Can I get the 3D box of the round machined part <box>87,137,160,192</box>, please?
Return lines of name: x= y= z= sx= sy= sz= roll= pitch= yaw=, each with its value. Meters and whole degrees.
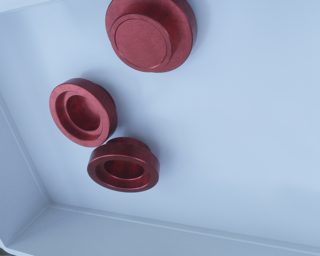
round machined part: x=-0.049 y=0.049 z=0.436 sx=0.099 sy=0.042 sz=0.097 roll=3 pitch=140 yaw=3

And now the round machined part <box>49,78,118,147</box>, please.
round machined part: x=-0.102 y=-0.025 z=0.434 sx=0.098 sy=0.042 sz=0.097 roll=13 pitch=124 yaw=20

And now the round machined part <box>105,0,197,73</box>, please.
round machined part: x=-0.013 y=-0.098 z=0.328 sx=0.098 sy=0.042 sz=0.097 roll=13 pitch=138 yaw=13
